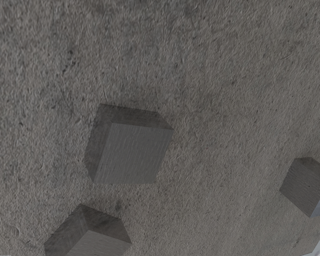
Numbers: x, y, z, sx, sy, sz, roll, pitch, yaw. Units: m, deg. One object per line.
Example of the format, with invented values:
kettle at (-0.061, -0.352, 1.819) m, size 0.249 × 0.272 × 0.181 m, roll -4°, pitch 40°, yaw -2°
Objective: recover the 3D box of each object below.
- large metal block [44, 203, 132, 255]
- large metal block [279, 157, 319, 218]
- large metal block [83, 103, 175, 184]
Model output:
large metal block at (-0.101, 0.164, 0.437) m, size 0.080 × 0.050 × 0.080 m, roll -49°, pitch 129°, yaw 6°
large metal block at (0.292, 0.113, 0.600) m, size 0.050 × 0.080 × 0.079 m, roll -1°, pitch 119°, yaw -28°
large metal block at (-0.040, 0.021, 0.382) m, size 0.081 × 0.050 × 0.079 m, roll 7°, pitch 115°, yaw -32°
